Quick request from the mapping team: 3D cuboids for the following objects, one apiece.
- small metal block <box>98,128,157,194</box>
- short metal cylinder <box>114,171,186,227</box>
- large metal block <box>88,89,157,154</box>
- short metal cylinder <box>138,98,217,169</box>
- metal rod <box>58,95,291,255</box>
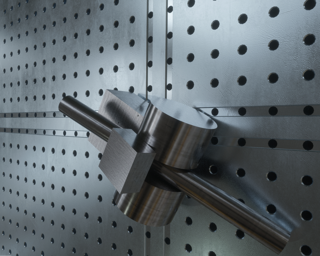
[{"bbox_3d":[-0.036,0.034,0.332,0.050,0.025,0.050,40,115,42],"label":"small metal block"},{"bbox_3d":[-0.010,0.072,0.376,0.080,0.081,0.050,37,113,34],"label":"short metal cylinder"},{"bbox_3d":[-0.044,0.002,0.422,0.080,0.050,0.079,36,112,34],"label":"large metal block"},{"bbox_3d":[0.018,0.004,0.355,0.080,0.081,0.050,35,111,34],"label":"short metal cylinder"},{"bbox_3d":[0.000,0.041,0.353,0.300,0.025,0.025,31,110,19],"label":"metal rod"}]
